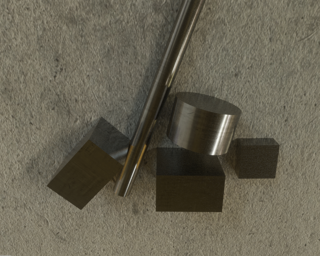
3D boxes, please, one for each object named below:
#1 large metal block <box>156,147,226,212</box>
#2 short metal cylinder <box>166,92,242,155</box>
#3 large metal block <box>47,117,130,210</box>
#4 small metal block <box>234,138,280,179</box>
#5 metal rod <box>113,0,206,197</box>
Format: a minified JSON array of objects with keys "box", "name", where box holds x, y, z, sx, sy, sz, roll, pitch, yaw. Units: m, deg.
[{"box":[0.035,0.065,0.405,0.081,0.080,0.050,1,110,-1],"name":"large metal block"},{"box":[0.052,-0.008,0.378,0.081,0.080,0.050,12,110,-5],"name":"short metal cylinder"},{"box":[-0.087,0.042,0.395,0.050,0.080,0.080,41,105,-14],"name":"large metal block"},{"box":[0.132,0.042,0.427,0.050,0.025,0.050,0,110,0],"name":"small metal block"},{"box":[-0.003,-0.041,0.394,0.025,0.025,0.298,19,109,-7],"name":"metal rod"}]
